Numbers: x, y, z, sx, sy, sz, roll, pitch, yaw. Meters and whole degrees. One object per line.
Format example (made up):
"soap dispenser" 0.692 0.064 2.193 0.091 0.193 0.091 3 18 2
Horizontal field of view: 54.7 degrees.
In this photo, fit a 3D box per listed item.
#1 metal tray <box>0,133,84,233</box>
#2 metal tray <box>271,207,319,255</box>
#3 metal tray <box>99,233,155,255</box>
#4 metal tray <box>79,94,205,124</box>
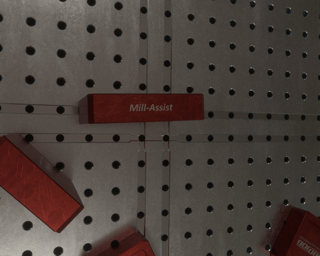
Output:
"metal tray" -0.126 0.047 0.311 0.030 0.130 0.090 -47 105 -14
"metal tray" 0.253 0.200 0.506 0.130 0.030 0.090 35 79 -17
"metal tray" -0.035 0.215 0.398 0.091 0.030 0.129 -26 99 -18
"metal tray" -0.025 -0.022 0.369 0.131 0.090 0.030 -2 91 -20
